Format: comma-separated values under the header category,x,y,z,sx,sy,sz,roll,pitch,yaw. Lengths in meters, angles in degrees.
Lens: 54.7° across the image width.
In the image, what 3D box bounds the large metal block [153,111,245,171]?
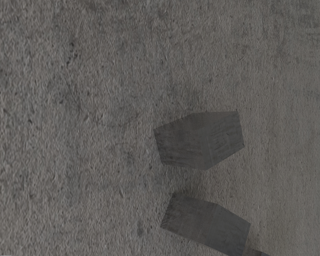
category,x,y,z,sx,sy,sz,roll,pitch,yaw
large metal block,0.052,0.014,0.412,0.081,0.080,0.050,-23,105,-38

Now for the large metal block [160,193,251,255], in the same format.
category,x,y,z,sx,sy,sz,roll,pitch,yaw
large metal block,0.062,0.133,0.421,0.080,0.080,0.050,36,68,-35

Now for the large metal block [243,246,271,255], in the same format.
category,x,y,z,sx,sy,sz,roll,pitch,yaw
large metal block,0.159,0.250,0.522,0.080,0.050,0.080,34,69,-35
